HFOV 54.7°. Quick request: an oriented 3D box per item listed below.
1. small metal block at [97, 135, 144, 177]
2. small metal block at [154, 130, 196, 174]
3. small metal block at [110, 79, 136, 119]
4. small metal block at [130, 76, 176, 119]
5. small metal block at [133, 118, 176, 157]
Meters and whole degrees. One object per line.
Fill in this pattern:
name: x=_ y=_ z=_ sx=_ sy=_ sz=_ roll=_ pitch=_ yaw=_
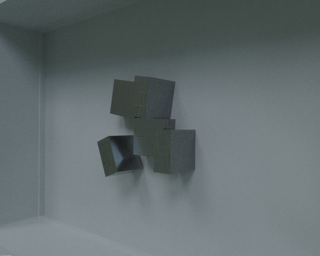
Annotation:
small metal block: x=-0.055 y=0.038 z=0.433 sx=0.025 sy=0.050 sz=0.050 roll=-26 pitch=74 yaw=37
small metal block: x=0.018 y=0.027 z=0.374 sx=0.025 sy=0.050 sz=0.050 roll=1 pitch=91 yaw=40
small metal block: x=-0.042 y=-0.041 z=0.439 sx=0.050 sy=0.025 sz=0.050 roll=14 pitch=99 yaw=39
small metal block: x=-0.009 y=-0.038 z=0.396 sx=0.025 sy=0.050 sz=0.050 roll=12 pitch=98 yaw=39
small metal block: x=-0.008 y=0.012 z=0.411 sx=0.050 sy=0.025 sz=0.050 roll=4 pitch=93 yaw=39
